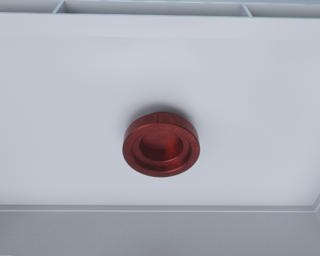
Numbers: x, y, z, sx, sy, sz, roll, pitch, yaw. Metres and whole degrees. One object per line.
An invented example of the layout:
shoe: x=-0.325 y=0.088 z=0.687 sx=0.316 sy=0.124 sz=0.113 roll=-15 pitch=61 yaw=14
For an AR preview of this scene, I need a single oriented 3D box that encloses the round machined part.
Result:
round machined part: x=0.002 y=0.017 z=0.408 sx=0.099 sy=0.042 sz=0.097 roll=-1 pitch=130 yaw=0
